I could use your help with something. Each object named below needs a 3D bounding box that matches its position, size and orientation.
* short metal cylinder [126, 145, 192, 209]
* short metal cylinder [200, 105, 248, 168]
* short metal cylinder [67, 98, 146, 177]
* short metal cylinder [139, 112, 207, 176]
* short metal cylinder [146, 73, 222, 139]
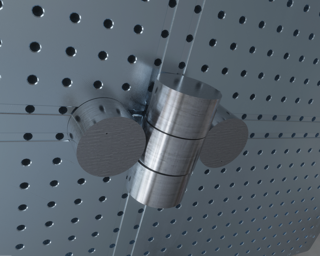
[{"bbox_3d":[-0.001,0.061,0.414,0.081,0.080,0.050,1,118,-29],"label":"short metal cylinder"},{"bbox_3d":[0.078,0.010,0.445,0.081,0.050,0.079,-14,125,-21],"label":"short metal cylinder"},{"bbox_3d":[-0.064,0.011,0.367,0.081,0.050,0.079,-14,125,-21],"label":"short metal cylinder"},{"bbox_3d":[0.014,0.017,0.394,0.081,0.080,0.050,2,118,-30],"label":"short metal cylinder"},{"bbox_3d":[0.028,-0.028,0.374,0.081,0.080,0.050,2,117,-30],"label":"short metal cylinder"}]
